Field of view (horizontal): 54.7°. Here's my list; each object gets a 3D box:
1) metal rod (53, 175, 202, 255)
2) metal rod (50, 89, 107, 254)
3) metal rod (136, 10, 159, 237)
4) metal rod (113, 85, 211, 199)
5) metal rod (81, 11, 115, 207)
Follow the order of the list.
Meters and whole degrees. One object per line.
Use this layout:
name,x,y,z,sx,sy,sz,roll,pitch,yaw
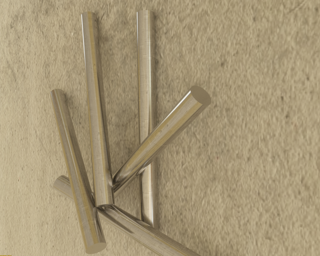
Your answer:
metal rod,-0.027,0.130,0.392,0.300,0.025,0.025,21,104,29
metal rod,-0.130,0.040,0.459,0.025,0.025,0.300,-53,44,26
metal rod,-0.017,-0.006,0.416,0.025,0.025,0.298,-2,89,39
metal rod,-0.036,0.052,0.399,0.298,0.025,0.025,-48,62,40
metal rod,-0.092,-0.040,0.446,0.025,0.025,0.299,-25,65,37
